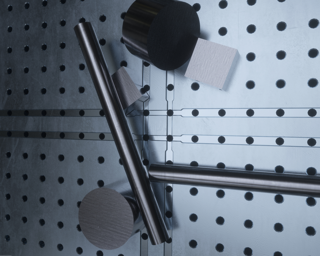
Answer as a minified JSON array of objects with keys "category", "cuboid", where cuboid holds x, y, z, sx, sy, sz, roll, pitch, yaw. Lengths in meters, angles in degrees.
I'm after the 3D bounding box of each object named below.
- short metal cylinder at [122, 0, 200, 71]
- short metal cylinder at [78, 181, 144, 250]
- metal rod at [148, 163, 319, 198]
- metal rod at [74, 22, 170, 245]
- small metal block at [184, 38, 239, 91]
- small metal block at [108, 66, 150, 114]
[{"category":"short metal cylinder","cuboid":[0.002,-0.116,0.375,0.050,0.080,0.080,36,103,41]},{"category":"short metal cylinder","cuboid":[-0.062,0.116,0.421,0.080,0.050,0.079,0,90,20]},{"category":"metal rod","cuboid":[0.131,0.065,0.366,0.301,0.025,0.025,2,91,19]},{"category":"metal rod","cuboid":[-0.051,0.005,0.405,0.025,0.025,0.299,-21,87,19]},{"category":"small metal block","cuboid":[0.065,-0.079,0.389,0.050,0.025,0.050,22,97,18]},{"category":"small metal block","cuboid":[-0.052,-0.049,0.431,0.050,0.025,0.050,-36,79,16]}]
